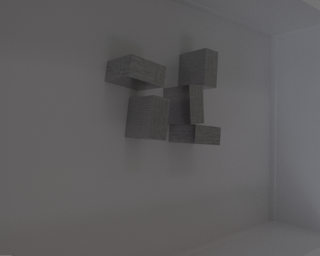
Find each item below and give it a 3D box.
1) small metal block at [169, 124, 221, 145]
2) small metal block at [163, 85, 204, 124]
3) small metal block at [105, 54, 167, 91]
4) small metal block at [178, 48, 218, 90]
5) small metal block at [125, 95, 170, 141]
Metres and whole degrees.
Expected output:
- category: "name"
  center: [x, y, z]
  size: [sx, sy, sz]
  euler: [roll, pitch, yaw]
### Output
- category: "small metal block"
  center: [0.048, 0.010, 0.430]
  size: [0.050, 0.050, 0.025]
  euler: [6, 87, -40]
- category: "small metal block"
  center: [0.031, -0.030, 0.416]
  size: [0.025, 0.050, 0.050]
  euler: [-4, 93, -40]
- category: "small metal block"
  center: [-0.029, -0.064, 0.366]
  size: [0.050, 0.050, 0.025]
  euler: [11, 83, -40]
- category: "small metal block"
  center: [0.053, -0.080, 0.434]
  size: [0.025, 0.050, 0.050]
  euler: [6, 87, -40]
- category: "small metal block"
  center: [-0.016, -0.011, 0.377]
  size: [0.025, 0.050, 0.050]
  euler: [10, 84, -40]
